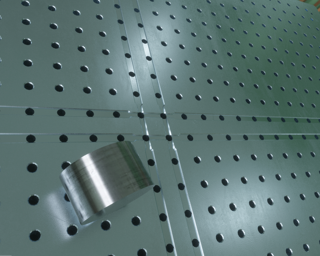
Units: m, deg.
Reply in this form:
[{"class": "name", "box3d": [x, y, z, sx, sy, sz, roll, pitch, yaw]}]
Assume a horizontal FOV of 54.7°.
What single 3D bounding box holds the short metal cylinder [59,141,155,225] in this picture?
[{"class": "short metal cylinder", "box3d": [-0.052, 0.055, 0.312, 0.081, 0.080, 0.050, -19, 72, -36]}]
